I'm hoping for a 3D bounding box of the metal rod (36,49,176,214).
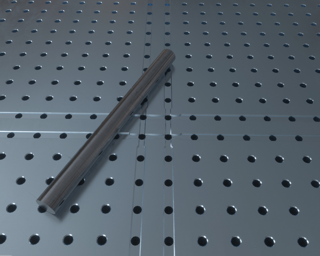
[{"bbox_3d":[-0.055,-0.017,0.420,0.025,0.025,0.301,22,53,17],"label":"metal rod"}]
